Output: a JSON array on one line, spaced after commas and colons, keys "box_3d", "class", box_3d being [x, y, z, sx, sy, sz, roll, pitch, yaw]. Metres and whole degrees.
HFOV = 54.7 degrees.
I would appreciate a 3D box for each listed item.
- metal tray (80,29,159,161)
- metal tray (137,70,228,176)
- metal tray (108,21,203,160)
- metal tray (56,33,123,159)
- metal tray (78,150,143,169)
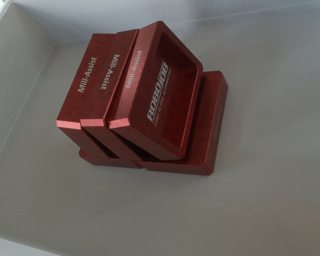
[{"box_3d": [-0.034, -0.038, 0.363, 0.030, 0.090, 0.130, 0, 60, 28], "class": "metal tray"}, {"box_3d": [0.030, -0.009, 0.391, 0.090, 0.030, 0.130, 1, 62, 28], "class": "metal tray"}, {"box_3d": [0.002, -0.040, 0.344, 0.030, 0.090, 0.130, -9, 57, 41], "class": "metal tray"}, {"box_3d": [-0.071, -0.039, 0.381, 0.030, 0.090, 0.130, 6, 64, 17], "class": "metal tray"}, {"box_3d": [-0.051, -0.011, 0.433, 0.090, 0.030, 0.130, 1, 62, 28], "class": "metal tray"}]
